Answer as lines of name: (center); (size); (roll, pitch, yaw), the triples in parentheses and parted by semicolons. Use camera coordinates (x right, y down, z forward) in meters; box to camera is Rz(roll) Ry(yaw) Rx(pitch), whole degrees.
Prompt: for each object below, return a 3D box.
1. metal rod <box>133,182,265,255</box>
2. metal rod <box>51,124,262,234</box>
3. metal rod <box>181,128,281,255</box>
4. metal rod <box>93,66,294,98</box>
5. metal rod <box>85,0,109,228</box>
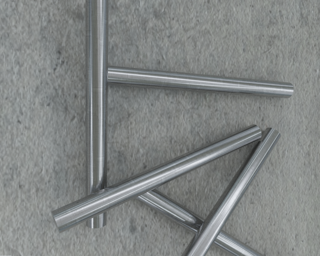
metal rod: (0.082, 0.155, 0.440); (0.301, 0.025, 0.025); (35, 79, -17)
metal rod: (0.016, 0.053, 0.396); (0.302, 0.025, 0.025); (-20, 97, -27)
metal rod: (0.083, 0.114, 0.418); (0.025, 0.025, 0.301); (47, 67, -15)
metal rod: (0.058, -0.062, 0.431); (0.303, 0.025, 0.025); (1, 90, -21)
metal rod: (-0.074, -0.029, 0.360); (0.025, 0.025, 0.298); (-1, 99, -20)
